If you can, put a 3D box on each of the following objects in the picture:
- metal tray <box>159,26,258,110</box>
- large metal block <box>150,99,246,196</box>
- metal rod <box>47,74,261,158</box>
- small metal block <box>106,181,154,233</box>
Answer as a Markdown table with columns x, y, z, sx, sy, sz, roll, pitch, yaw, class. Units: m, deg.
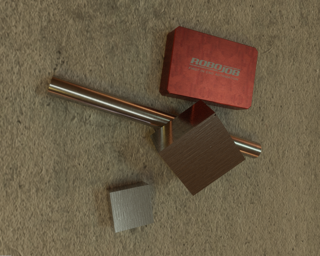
| x | y | z | sx | sy | sz | roll | pitch | yaw | class |
| --- | --- | --- | --- | --- | --- | --- | --- | --- | --- |
| 0.070 | -0.080 | 0.433 | 0.131 | 0.030 | 0.089 | 9 | 87 | -20 | metal tray |
| 0.047 | 0.025 | 0.394 | 0.080 | 0.050 | 0.080 | -36 | 116 | 3 | large metal block |
| 0.007 | -0.009 | 0.412 | 0.302 | 0.025 | 0.025 | 17 | 84 | -20 | metal rod |
| -0.039 | 0.099 | 0.396 | 0.050 | 0.025 | 0.050 | -8 | 93 | -20 | small metal block |
